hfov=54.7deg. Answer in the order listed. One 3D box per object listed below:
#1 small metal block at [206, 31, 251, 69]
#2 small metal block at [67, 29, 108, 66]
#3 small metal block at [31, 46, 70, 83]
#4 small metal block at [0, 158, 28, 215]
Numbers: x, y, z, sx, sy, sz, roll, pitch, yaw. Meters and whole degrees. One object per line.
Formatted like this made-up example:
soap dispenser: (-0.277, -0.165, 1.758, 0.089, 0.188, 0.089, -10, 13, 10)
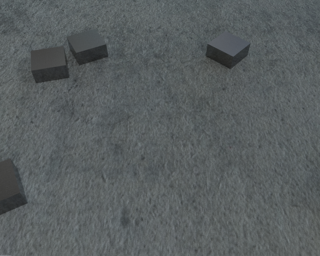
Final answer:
small metal block: (0.113, -0.130, 0.514, 0.050, 0.025, 0.050, 36, 58, 26)
small metal block: (-0.121, -0.135, 0.515, 0.050, 0.025, 0.050, -22, 54, -18)
small metal block: (-0.172, -0.100, 0.485, 0.050, 0.025, 0.050, -12, 51, -10)
small metal block: (-0.182, 0.069, 0.343, 0.050, 0.025, 0.050, -22, 54, -18)
